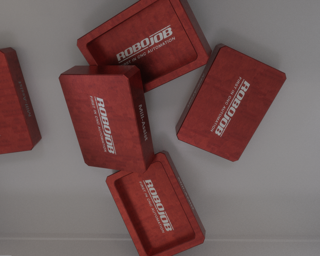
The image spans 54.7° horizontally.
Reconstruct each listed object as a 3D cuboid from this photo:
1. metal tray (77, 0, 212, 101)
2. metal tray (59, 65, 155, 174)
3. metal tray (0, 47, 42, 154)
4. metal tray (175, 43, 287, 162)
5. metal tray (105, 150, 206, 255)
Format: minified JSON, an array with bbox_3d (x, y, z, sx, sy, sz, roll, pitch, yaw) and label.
[{"bbox_3d":[-0.019,-0.091,0.354,0.130,0.030,0.090,-22,110,26],"label":"metal tray"},{"bbox_3d":[-0.061,-0.009,0.377,0.090,0.030,0.129,4,121,22],"label":"metal tray"},{"bbox_3d":[-0.217,-0.031,0.395,0.091,0.030,0.129,-8,110,2],"label":"metal tray"},{"bbox_3d":[0.087,-0.030,0.398,0.090,0.030,0.129,23,108,-8],"label":"metal tray"},{"bbox_3d":[-0.006,0.107,0.422,0.090,0.030,0.130,-26,86,9],"label":"metal tray"}]
